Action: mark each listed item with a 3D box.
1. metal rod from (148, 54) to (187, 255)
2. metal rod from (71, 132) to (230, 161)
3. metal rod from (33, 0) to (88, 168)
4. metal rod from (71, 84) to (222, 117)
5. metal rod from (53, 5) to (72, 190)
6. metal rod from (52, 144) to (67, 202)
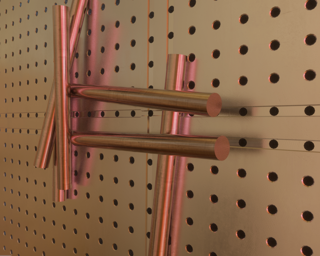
[{"bbox_3d":[0.008,0.056,0.403,0.025,0.025,0.298,9,96,40],"label":"metal rod"},{"bbox_3d":[-0.039,0.019,0.417,0.299,0.025,0.025,0,90,48],"label":"metal rod"},{"bbox_3d":[-0.169,-0.078,0.529,0.025,0.025,0.298,17,95,39],"label":"metal rod"},{"bbox_3d":[-0.046,-0.044,0.424,0.300,0.025,0.025,11,97,46],"label":"metal rod"},{"bbox_3d":[-0.160,-0.043,0.511,0.025,0.025,0.298,12,104,39],"label":"metal rod"},{"bbox_3d":[-0.179,-0.019,0.558,0.025,0.025,0.298,2,91,40],"label":"metal rod"}]
